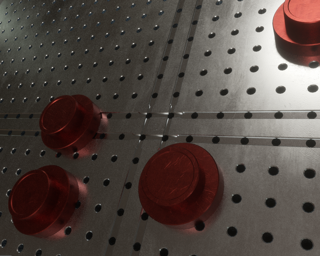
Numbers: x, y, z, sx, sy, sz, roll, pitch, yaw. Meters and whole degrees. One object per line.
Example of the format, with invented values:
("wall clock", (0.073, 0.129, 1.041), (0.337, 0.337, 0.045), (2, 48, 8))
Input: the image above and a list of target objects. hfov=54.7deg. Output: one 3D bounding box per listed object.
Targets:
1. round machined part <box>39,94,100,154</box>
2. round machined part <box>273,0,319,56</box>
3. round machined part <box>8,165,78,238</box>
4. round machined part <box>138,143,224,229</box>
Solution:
("round machined part", (-0.145, -0.012, 0.479), (0.098, 0.042, 0.098), (-13, 56, 20))
("round machined part", (0.191, -0.141, 0.383), (0.098, 0.042, 0.098), (-13, 56, 20))
("round machined part", (-0.165, 0.096, 0.423), (0.098, 0.042, 0.098), (-13, 56, 20))
("round machined part", (0.018, 0.060, 0.350), (0.098, 0.042, 0.098), (-13, 56, 20))
